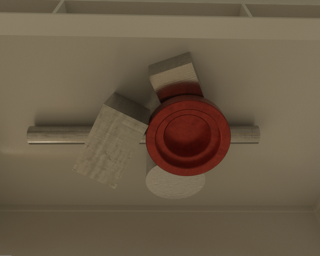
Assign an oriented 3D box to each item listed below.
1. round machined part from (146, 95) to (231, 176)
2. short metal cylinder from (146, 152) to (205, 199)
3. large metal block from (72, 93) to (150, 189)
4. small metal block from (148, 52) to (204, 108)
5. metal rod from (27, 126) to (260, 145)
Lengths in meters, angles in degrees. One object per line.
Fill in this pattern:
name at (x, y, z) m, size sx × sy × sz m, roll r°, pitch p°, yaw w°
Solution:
round machined part at (0.033, 0.006, 0.377) m, size 0.099 × 0.042 × 0.097 m, roll 0°, pitch 113°, yaw 0°
short metal cylinder at (0.021, 0.056, 0.437) m, size 0.081 × 0.050 × 0.079 m, roll 0°, pitch 130°, yaw 0°
large metal block at (-0.053, 0.011, 0.360) m, size 0.050 × 0.080 × 0.080 m, roll 26°, pitch 103°, yaw -7°
small metal block at (0.019, -0.054, 0.362) m, size 0.050 × 0.025 × 0.050 m, roll -16°, pitch 129°, yaw 13°
metal rod at (-0.021, 0.009, 0.413) m, size 0.302 × 0.025 × 0.025 m, roll 0°, pitch 130°, yaw -1°
